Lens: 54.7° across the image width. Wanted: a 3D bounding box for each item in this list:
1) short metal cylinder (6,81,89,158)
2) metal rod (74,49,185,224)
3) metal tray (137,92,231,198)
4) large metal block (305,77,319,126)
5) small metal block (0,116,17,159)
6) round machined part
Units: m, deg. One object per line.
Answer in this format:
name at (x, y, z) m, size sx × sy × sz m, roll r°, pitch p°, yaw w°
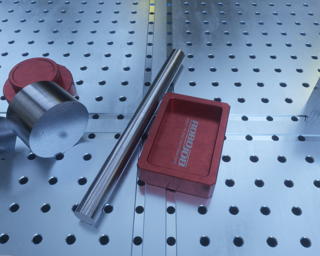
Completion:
short metal cylinder at (-0.136, -0.011, 0.380) m, size 0.050 × 0.080 × 0.080 m, roll 36°, pitch 59°, yaw 26°
metal rod at (-0.025, -0.012, 0.417) m, size 0.025 × 0.025 × 0.301 m, roll 17°, pitch 52°, yaw 13°
metal tray at (0.034, 0.015, 0.391) m, size 0.090 × 0.030 × 0.130 m, roll 12°, pitch 51°, yaw 10°
large metal block at (0.249, -0.039, 0.406) m, size 0.080 × 0.080 × 0.050 m, roll 17°, pitch 52°, yaw 13°
small metal block at (-0.197, 0.010, 0.368) m, size 0.025 × 0.050 × 0.050 m, roll 9°, pitch 88°, yaw 7°
round machined part at (-0.177, -0.066, 0.450) m, size 0.099 × 0.042 × 0.098 m, roll 0°, pitch 50°, yaw 0°
